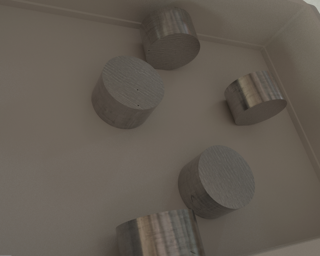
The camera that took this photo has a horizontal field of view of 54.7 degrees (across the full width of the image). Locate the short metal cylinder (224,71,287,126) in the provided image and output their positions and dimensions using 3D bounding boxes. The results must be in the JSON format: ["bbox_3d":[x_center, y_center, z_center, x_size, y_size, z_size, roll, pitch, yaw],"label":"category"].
[{"bbox_3d":[0.146,-0.044,0.479,0.081,0.080,0.050,-2,63,-30],"label":"short metal cylinder"}]

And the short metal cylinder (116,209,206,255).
[{"bbox_3d":[0.001,0.115,0.302,0.081,0.080,0.050,1,62,-28],"label":"short metal cylinder"}]

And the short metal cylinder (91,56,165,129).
[{"bbox_3d":[-0.041,-0.045,0.396,0.081,0.050,0.080,14,56,-21],"label":"short metal cylinder"}]

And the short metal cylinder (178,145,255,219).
[{"bbox_3d":[0.070,0.068,0.388,0.081,0.050,0.080,14,56,-21],"label":"short metal cylinder"}]

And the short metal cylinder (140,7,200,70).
[{"bbox_3d":[0.014,-0.131,0.459,0.081,0.080,0.050,1,61,-28],"label":"short metal cylinder"}]
